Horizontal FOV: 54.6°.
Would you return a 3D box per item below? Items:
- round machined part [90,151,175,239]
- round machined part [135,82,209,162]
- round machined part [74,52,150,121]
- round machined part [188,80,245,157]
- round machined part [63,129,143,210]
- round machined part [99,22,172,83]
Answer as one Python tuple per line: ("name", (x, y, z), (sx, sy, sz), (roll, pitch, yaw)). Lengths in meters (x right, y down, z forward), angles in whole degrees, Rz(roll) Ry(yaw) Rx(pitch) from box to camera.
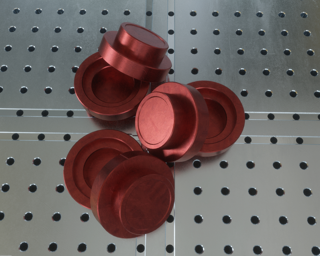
("round machined part", (-0.023, 0.077, 0.344), (0.099, 0.042, 0.097), (-9, 106, -32))
("round machined part", (0.007, -0.008, 0.373), (0.042, 0.098, 0.098), (5, 63, -44))
("round machined part", (-0.062, -0.055, 0.421), (0.099, 0.042, 0.098), (0, 70, 0))
("round machined part", (0.057, -0.010, 0.406), (0.099, 0.042, 0.098), (0, 70, 0))
("round machined part", (-0.064, 0.054, 0.382), (0.099, 0.042, 0.098), (0, 70, 0))
("round machined part", (-0.027, -0.105, 0.412), (0.098, 0.042, 0.098), (22, 30, -13))
